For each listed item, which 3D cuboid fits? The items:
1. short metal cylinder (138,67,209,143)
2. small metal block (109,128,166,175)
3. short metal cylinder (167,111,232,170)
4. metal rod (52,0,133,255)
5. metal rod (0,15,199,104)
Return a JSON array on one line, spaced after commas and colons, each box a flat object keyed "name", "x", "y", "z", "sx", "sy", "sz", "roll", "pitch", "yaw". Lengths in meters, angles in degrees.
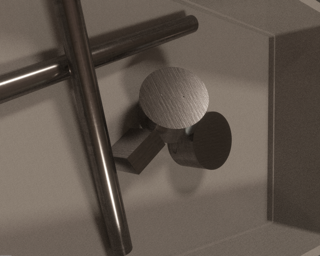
[{"name": "short metal cylinder", "x": 0.014, "y": -0.027, "z": 0.378, "sx": 0.081, "sy": 0.050, "sz": 0.080, "roll": 2, "pitch": 68, "yaw": -5}, {"name": "small metal block", "x": -0.031, "y": 0.026, "z": 0.367, "sx": 0.050, "sy": 0.050, "sz": 0.025, "roll": -47, "pitch": 119, "yaw": -30}, {"name": "short metal cylinder", "x": 0.057, "y": 0.017, "z": 0.441, "sx": 0.081, "sy": 0.050, "sz": 0.079, "roll": 0, "pitch": 90, "yaw": -40}, {"name": "metal rod", "x": -0.068, "y": 0.005, "z": 0.328, "sx": 0.025, "sy": 0.025, "sz": 0.298, "roll": -23, "pitch": 111, "yaw": -38}, {"name": "metal rod", "x": -0.059, "y": -0.087, "z": 0.357, "sx": 0.302, "sy": 0.025, "sz": 0.025, "roll": -31, "pitch": 110, "yaw": -36}]
